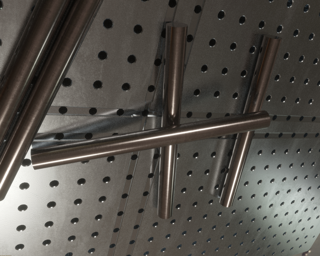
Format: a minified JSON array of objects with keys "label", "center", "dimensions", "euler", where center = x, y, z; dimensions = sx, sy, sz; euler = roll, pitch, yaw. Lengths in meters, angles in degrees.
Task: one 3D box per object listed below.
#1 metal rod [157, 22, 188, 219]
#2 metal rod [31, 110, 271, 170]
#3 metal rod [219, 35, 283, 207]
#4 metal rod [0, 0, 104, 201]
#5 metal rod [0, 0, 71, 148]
[{"label":"metal rod","center":[0.014,0.011,0.426],"dimensions":[0.025,0.025,0.298],"euler":[-12,124,-23]},{"label":"metal rod","center":[0.000,0.012,0.390],"dimensions":[0.302,0.025,0.025],"euler":[-9,123,-13]},{"label":"metal rod","center":[0.137,0.006,0.492],"dimensions":[0.025,0.025,0.298],"euler":[-7,122,-25]},{"label":"metal rod","center":[-0.115,-0.048,0.319],"dimensions":[0.025,0.025,0.298],"euler":[21,107,-36]},{"label":"metal rod","center":[-0.133,-0.059,0.302],"dimensions":[0.025,0.025,0.299],"euler":[21,107,-37]}]
